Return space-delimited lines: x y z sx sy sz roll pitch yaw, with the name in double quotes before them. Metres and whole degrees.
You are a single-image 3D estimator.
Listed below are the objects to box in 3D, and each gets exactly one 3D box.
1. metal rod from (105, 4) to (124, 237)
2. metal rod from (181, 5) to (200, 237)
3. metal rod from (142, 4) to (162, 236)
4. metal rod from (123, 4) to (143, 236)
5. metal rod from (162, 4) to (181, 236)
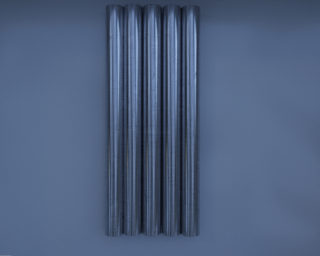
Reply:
"metal rod" -0.060 -0.010 0.410 0.025 0.025 0.298 0 90 0
"metal rod" 0.040 -0.009 0.410 0.025 0.025 0.298 0 90 0
"metal rod" -0.010 -0.010 0.410 0.025 0.025 0.298 0 90 0
"metal rod" -0.036 -0.011 0.410 0.025 0.025 0.298 0 90 0
"metal rod" 0.015 -0.010 0.410 0.025 0.025 0.298 0 90 0
